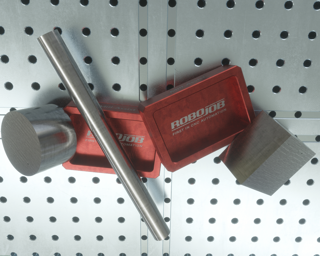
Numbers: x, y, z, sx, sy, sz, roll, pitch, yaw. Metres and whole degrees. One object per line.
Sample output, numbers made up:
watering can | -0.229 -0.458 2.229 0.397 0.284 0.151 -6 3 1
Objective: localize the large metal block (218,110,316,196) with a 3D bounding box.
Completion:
large metal block | 0.137 0.035 0.395 0.080 0.050 0.080 25 112 -42

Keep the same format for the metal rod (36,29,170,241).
metal rod | -0.061 0.023 0.389 0.025 0.025 0.299 -24 109 8

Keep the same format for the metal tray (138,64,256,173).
metal tray | 0.050 -0.013 0.386 0.131 0.030 0.090 -25 109 -9

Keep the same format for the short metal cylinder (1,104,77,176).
short metal cylinder | -0.150 0.013 0.384 0.080 0.050 0.079 10 109 33

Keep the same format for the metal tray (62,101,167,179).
metal tray | -0.061 0.016 0.415 0.131 0.030 0.089 6 110 -3
